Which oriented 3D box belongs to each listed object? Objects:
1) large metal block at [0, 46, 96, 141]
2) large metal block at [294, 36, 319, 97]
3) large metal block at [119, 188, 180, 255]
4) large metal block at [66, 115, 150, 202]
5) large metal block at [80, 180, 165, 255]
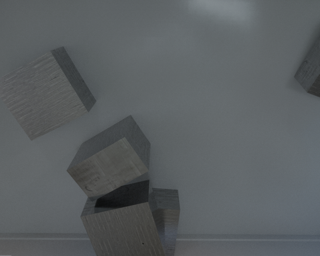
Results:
[{"bbox_3d":[-0.138,-0.043,0.380,0.080,0.050,0.080,-25,109,8],"label":"large metal block"},{"bbox_3d":[0.224,-0.073,0.367,0.080,0.050,0.079,19,120,-7],"label":"large metal block"},{"bbox_3d":[-0.017,0.134,0.447,0.081,0.050,0.079,5,110,-2],"label":"large metal block"},{"bbox_3d":[-0.060,0.035,0.394,0.080,0.080,0.050,-30,108,10],"label":"large metal block"},{"bbox_3d":[-0.042,0.120,0.389,0.080,0.050,0.080,-14,110,4],"label":"large metal block"}]
